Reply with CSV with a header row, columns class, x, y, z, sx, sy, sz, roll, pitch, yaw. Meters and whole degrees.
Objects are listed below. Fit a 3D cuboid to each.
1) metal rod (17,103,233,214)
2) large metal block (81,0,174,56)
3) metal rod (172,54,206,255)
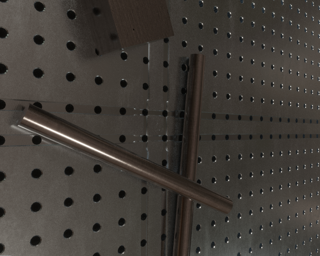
class,x,y,z,sx,sy,sz,roll,pitch,yaw
metal rod,-0.018,0.050,0.375,0.301,0.025,0.025,29,72,-30
large metal block,-0.038,-0.136,0.362,0.081,0.050,0.080,-26,107,-37
metal rod,0.042,0.042,0.446,0.025,0.025,0.298,9,85,-40
